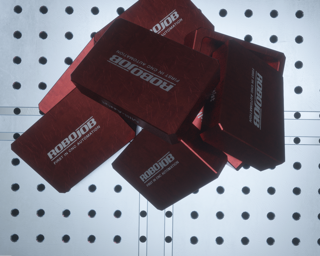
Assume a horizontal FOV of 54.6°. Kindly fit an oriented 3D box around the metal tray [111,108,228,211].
[{"bbox_3d":[0.005,0.041,0.367,0.090,0.129,0.030,43,48,-1],"label":"metal tray"}]

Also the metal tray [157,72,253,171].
[{"bbox_3d":[0.050,-0.008,0.382,0.130,0.090,0.030,44,91,1],"label":"metal tray"}]

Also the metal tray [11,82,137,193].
[{"bbox_3d":[-0.105,0.011,0.388,0.130,0.030,0.090,-38,106,11],"label":"metal tray"}]

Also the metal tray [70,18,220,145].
[{"bbox_3d":[-0.015,-0.052,0.323,0.130,0.030,0.090,29,75,19],"label":"metal tray"}]

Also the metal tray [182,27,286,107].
[{"bbox_3d":[0.090,-0.063,0.389,0.131,0.030,0.090,10,90,-20],"label":"metal tray"}]

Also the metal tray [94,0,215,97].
[{"bbox_3d":[-0.006,-0.114,0.392,0.130,0.030,0.090,-43,92,-14],"label":"metal tray"}]

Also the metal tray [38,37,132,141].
[{"bbox_3d":[-0.082,-0.049,0.410,0.090,0.030,0.130,39,90,0],"label":"metal tray"}]

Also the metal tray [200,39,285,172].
[{"bbox_3d":[0.097,-0.028,0.348,0.090,0.030,0.130,28,54,-20],"label":"metal tray"}]
